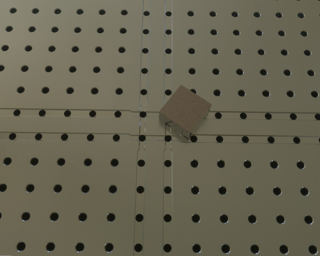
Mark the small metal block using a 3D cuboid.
[{"bbox_3d":[0.034,-0.022,0.420,0.050,0.025,0.050,35,73,11],"label":"small metal block"}]
